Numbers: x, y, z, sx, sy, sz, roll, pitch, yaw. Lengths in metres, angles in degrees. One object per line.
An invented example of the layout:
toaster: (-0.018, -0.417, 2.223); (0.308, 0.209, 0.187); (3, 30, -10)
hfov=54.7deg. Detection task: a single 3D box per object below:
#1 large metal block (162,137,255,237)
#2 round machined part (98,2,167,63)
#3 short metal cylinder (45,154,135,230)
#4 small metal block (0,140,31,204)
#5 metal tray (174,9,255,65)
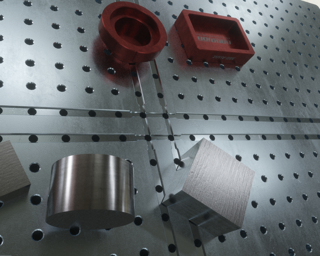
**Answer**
large metal block: (0.061, 0.073, 0.381); (0.080, 0.050, 0.080); (34, 51, -6)
round machined part: (-0.043, -0.135, 0.456); (0.099, 0.042, 0.098); (14, 56, -21)
short metal cylinder: (-0.065, 0.064, 0.299); (0.081, 0.080, 0.050); (10, 58, -23)
small metal block: (-0.159, 0.046, 0.294); (0.050, 0.025, 0.050); (-22, 74, -36)
metal tray: (0.099, -0.161, 0.556); (0.131, 0.030, 0.090); (-3, 63, -30)
